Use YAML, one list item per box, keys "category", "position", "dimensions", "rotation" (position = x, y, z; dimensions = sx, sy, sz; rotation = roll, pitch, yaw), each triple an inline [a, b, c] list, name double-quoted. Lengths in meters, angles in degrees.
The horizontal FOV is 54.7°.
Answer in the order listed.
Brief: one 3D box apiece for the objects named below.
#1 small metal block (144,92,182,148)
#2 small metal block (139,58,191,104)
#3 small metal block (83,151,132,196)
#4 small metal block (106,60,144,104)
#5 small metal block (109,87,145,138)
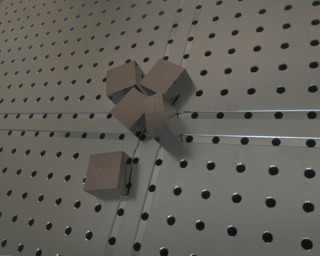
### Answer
- category: "small metal block"
  position: [0.003, -0.009, 0.395]
  dimensions: [0.025, 0.050, 0.050]
  rotation: [-19, 55, 17]
- category: "small metal block"
  position: [0.007, -0.067, 0.444]
  dimensions: [0.050, 0.025, 0.050]
  rotation: [32, 79, 37]
- category: "small metal block"
  position: [-0.068, 0.060, 0.405]
  dimensions: [0.050, 0.025, 0.050]
  rotation: [-9, 58, 23]
- category: "small metal block"
  position: [-0.055, -0.071, 0.479]
  dimensions: [0.050, 0.025, 0.050]
  rotation: [-17, 55, 17]
- category: "small metal block"
  position: [-0.035, -0.023, 0.439]
  dimensions: [0.050, 0.025, 0.050]
  rotation: [-47, 52, -5]
